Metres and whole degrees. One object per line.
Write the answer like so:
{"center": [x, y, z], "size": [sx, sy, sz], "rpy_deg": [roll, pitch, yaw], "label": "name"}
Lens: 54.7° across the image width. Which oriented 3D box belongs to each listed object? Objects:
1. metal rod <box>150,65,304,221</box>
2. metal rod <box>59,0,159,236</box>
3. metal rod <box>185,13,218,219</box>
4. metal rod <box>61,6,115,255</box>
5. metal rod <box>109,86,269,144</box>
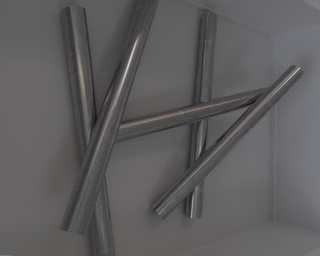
{"center": [0.103, 0.013, 0.441], "size": [0.301, 0.025, 0.025], "rpy_deg": [-43, 117, -14], "label": "metal rod"}
{"center": [-0.046, -0.038, 0.342], "size": [0.025, 0.025, 0.299], "rpy_deg": [31, 63, -36], "label": "metal rod"}
{"center": [0.062, -0.021, 0.457], "size": [0.025, 0.025, 0.298], "rpy_deg": [9, 84, -40], "label": "metal rod"}
{"center": [-0.076, 0.022, 0.342], "size": [0.025, 0.025, 0.298], "rpy_deg": [-10, 97, -40], "label": "metal rod"}
{"center": [0.066, -0.026, 0.429], "size": [0.303, 0.025, 0.025], "rpy_deg": [-15, 100, -32], "label": "metal rod"}
